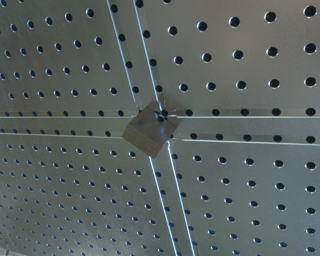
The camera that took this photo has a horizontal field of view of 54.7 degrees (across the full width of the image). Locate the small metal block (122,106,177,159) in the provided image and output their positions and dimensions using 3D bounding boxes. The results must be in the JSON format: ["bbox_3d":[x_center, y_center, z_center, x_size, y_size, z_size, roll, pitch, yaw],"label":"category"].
[{"bbox_3d":[-0.013,0.005,0.403,0.050,0.050,0.025,35,129,5],"label":"small metal block"}]
